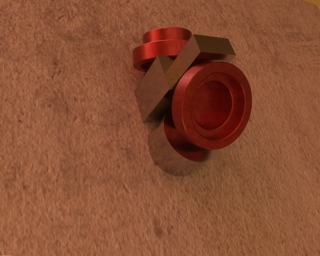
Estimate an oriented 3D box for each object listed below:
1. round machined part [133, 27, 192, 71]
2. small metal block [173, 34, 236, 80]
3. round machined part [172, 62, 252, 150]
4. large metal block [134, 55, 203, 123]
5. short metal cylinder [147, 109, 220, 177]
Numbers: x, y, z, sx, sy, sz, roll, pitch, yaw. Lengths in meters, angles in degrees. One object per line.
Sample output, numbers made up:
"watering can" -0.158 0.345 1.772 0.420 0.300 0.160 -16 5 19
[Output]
"round machined part" 0.011 -0.107 0.426 0.099 0.098 0.042 -2 88 -30
"small metal block" 0.051 -0.081 0.364 0.050 0.050 0.025 -3 63 -30
"round machined part" 0.055 -0.027 0.357 0.099 0.042 0.097 -7 103 -28
"large metal block" 0.022 -0.049 0.412 0.081 0.080 0.050 -2 63 -30
"short metal cylinder" 0.030 0.017 0.398 0.081 0.050 0.080 14 56 -21
